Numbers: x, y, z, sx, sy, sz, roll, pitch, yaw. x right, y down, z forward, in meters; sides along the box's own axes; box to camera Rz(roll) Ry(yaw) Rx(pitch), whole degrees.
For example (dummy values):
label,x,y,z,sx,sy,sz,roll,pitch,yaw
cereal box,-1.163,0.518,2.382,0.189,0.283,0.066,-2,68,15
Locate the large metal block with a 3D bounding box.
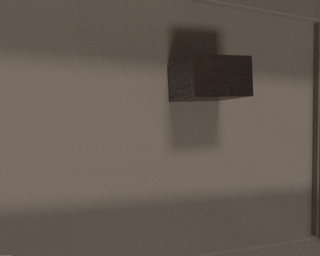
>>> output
label,x,y,z,sx,sy,sz,roll,pitch,yaw
large metal block,0.063,-0.063,0.406,0.081,0.080,0.050,-3,91,-20
